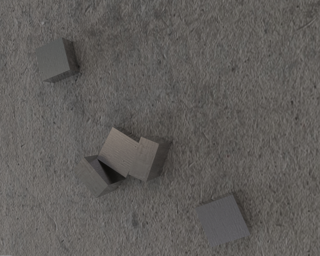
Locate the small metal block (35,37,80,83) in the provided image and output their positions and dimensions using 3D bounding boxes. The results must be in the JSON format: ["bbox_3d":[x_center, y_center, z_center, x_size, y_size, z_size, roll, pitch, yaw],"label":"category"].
[{"bbox_3d":[-0.153,-0.100,0.463,0.050,0.025,0.050,-17,84,19],"label":"small metal block"}]

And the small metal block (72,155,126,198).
[{"bbox_3d":[-0.082,0.064,0.425,0.050,0.050,0.025,46,105,14],"label":"small metal block"}]

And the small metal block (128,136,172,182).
[{"bbox_3d":[-0.011,0.038,0.400,0.025,0.050,0.050,21,97,19],"label":"small metal block"}]

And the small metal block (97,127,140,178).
[{"bbox_3d":[-0.051,0.032,0.427,0.050,0.025,0.050,30,100,17],"label":"small metal block"}]

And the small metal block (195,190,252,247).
[{"bbox_3d":[0.078,0.111,0.381,0.050,0.025,0.050,-25,82,18],"label":"small metal block"}]
